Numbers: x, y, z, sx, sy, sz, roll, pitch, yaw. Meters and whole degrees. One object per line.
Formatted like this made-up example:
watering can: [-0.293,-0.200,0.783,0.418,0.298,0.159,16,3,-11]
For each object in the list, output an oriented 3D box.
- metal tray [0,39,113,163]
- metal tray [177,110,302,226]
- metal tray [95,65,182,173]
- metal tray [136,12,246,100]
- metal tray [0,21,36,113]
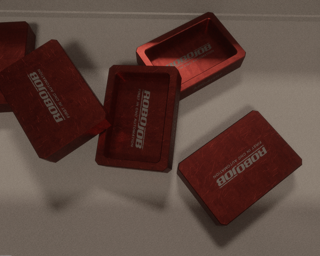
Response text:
metal tray: [-0.131,-0.035,0.380,0.090,0.030,0.130,-35,74,-5]
metal tray: [0.098,0.049,0.390,0.131,0.030,0.090,-34,74,-12]
metal tray: [-0.025,-0.013,0.391,0.090,0.030,0.129,4,79,13]
metal tray: [0.043,-0.101,0.444,0.131,0.030,0.090,-30,73,-11]
metal tray: [-0.230,-0.086,0.436,0.091,0.030,0.129,-4,70,-2]
